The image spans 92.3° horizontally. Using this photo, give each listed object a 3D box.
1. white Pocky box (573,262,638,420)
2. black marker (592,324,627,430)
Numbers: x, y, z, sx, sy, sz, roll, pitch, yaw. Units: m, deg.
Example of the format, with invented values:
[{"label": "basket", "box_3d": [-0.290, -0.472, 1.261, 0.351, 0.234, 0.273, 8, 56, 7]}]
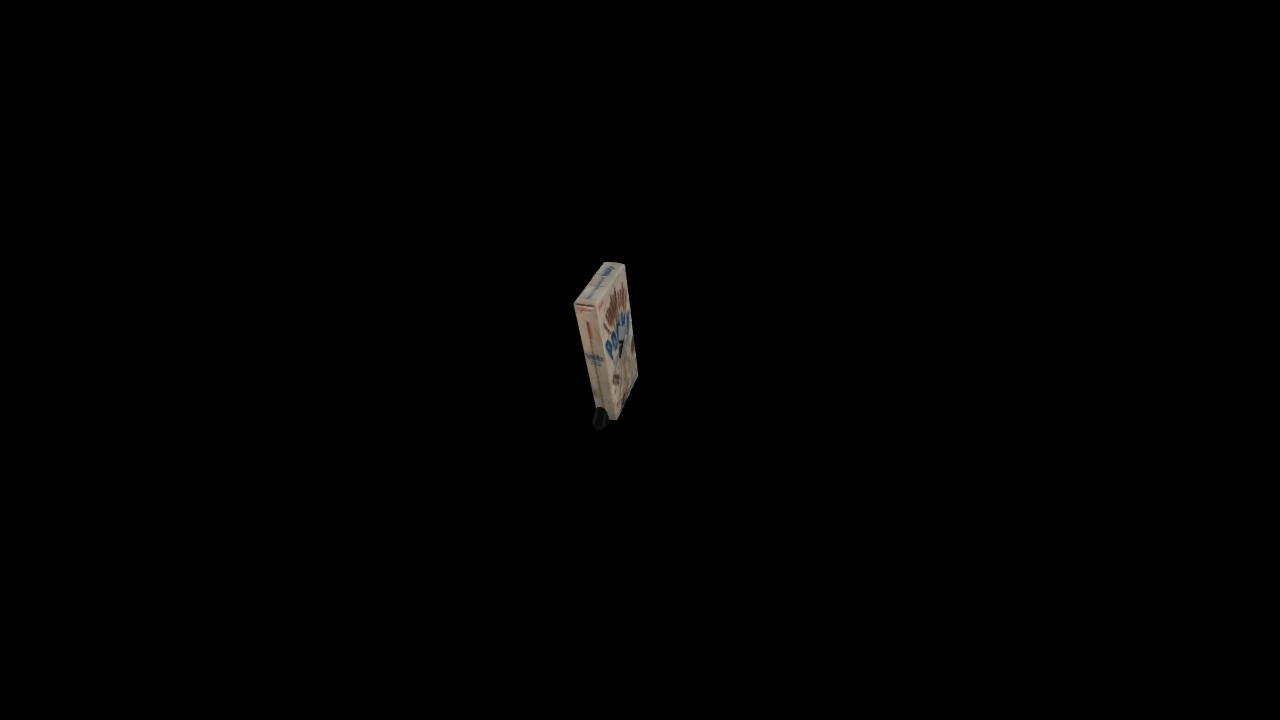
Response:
[{"label": "white Pocky box", "box_3d": [-0.033, -0.018, 0.661, 0.028, 0.154, 0.084, 7, 40, 18]}, {"label": "black marker", "box_3d": [-0.034, 0.019, 0.667, 0.020, 0.121, 0.020, 10, 15, -3]}]
